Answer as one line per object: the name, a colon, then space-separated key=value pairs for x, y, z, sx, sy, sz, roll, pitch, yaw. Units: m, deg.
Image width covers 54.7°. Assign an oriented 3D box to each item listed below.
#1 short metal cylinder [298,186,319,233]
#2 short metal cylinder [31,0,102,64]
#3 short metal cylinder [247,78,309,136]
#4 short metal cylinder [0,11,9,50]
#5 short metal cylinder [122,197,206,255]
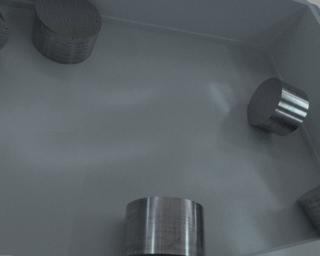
short metal cylinder: x=0.246 y=0.106 z=0.437 sx=0.081 sy=0.080 sz=0.050 roll=-17 pitch=71 yaw=-35
short metal cylinder: x=-0.122 y=-0.130 z=0.403 sx=0.081 sy=0.050 sz=0.080 roll=14 pitch=56 yaw=-21
short metal cylinder: x=0.184 y=-0.033 z=0.489 sx=0.050 sy=0.080 sz=0.080 roll=21 pitch=54 yaw=-16
short metal cylinder: x=-0.211 y=-0.113 z=0.326 sx=0.081 sy=0.080 sz=0.050 roll=-20 pitch=73 yaw=-36
short metal cylinder: x=0.004 y=0.106 z=0.308 sx=0.081 sy=0.080 sz=0.050 roll=15 pitch=56 yaw=-20
